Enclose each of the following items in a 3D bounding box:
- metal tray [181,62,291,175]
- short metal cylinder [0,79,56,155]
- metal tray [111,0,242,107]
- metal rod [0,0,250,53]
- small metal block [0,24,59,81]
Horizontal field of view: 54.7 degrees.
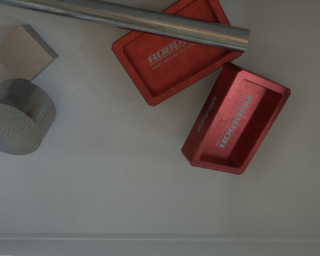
[{"bbox_3d":[0.094,-0.007,0.390,0.091,0.030,0.129,14,111,-29],"label":"metal tray"},{"bbox_3d":[-0.175,-0.013,0.378,0.080,0.050,0.079,3,130,4],"label":"short metal cylinder"},{"bbox_3d":[0.020,-0.096,0.373,0.130,0.030,0.090,-30,108,10],"label":"metal tray"},{"bbox_3d":[-0.055,-0.125,0.338,0.302,0.025,0.025,13,110,5],"label":"metal rod"},{"bbox_3d":[-0.162,-0.089,0.376,0.050,0.025,0.050,-38,106,12],"label":"small metal block"}]
